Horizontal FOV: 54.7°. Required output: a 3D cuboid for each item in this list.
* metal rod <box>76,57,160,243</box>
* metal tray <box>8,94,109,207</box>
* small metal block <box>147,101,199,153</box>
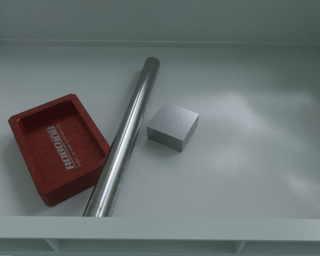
[{"bbox_3d":[-0.036,-0.005,0.379,0.025,0.025,0.300,7,41,6],"label":"metal rod"},{"bbox_3d":[-0.121,0.020,0.382,0.091,0.030,0.130,-26,55,-20],"label":"metal tray"},{"bbox_3d":[0.017,-0.002,0.407,0.050,0.025,0.050,22,53,17],"label":"small metal block"}]
